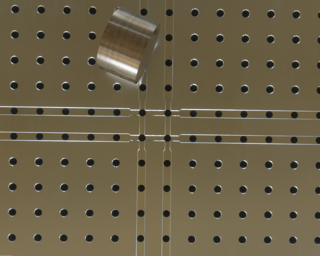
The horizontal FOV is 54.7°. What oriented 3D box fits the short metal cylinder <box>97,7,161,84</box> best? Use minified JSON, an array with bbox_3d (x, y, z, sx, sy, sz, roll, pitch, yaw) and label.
[{"bbox_3d":[-0.038,-0.102,0.385,0.050,0.080,0.080,23,90,-1],"label":"short metal cylinder"}]
